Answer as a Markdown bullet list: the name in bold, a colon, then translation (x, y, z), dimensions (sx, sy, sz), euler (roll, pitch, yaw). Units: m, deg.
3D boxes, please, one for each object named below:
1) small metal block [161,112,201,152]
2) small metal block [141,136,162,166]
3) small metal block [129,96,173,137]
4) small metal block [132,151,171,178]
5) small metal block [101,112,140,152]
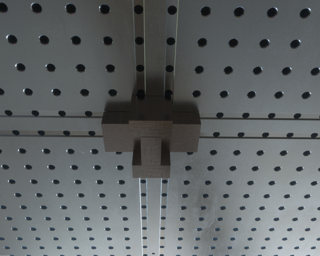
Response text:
- **small metal block**: translation (0.026, 0.006, 0.417), dimensions (0.050, 0.025, 0.050), euler (1, 130, -1)
- **small metal block**: translation (-0.011, 0.014, 0.406), dimensions (0.025, 0.050, 0.050), euler (1, 130, -1)
- **small metal block**: translation (-0.011, -0.015, 0.382), dimensions (0.050, 0.050, 0.025), euler (1, 130, -1)
- **small metal block**: translation (-0.012, 0.042, 0.431), dimensions (0.050, 0.050, 0.025), euler (1, 130, -1)
- **small metal block**: translation (-0.049, 0.006, 0.415), dimensions (0.050, 0.025, 0.050), euler (0, 130, -1)
